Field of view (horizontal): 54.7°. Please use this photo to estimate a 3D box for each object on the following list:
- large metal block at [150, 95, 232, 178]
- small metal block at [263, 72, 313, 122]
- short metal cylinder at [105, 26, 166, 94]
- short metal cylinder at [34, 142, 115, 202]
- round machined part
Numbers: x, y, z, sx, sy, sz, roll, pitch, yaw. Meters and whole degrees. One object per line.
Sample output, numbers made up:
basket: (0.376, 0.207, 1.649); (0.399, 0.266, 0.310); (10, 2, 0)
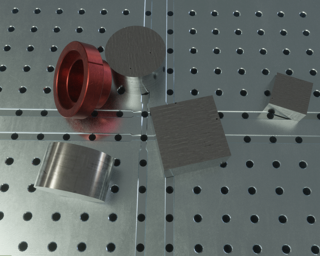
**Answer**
large metal block: (0.035, 0.012, 0.394); (0.081, 0.050, 0.080); (-12, 71, -5)
small metal block: (0.177, -0.043, 0.429); (0.050, 0.025, 0.050); (19, 71, 6)
short metal cylinder: (-0.032, -0.094, 0.432); (0.081, 0.050, 0.080); (0, 70, 0)
short metal cylinder: (-0.098, 0.053, 0.362); (0.080, 0.080, 0.050); (10, 71, 3)
round machined part: (-0.099, -0.060, 0.405); (0.042, 0.098, 0.098); (4, 64, -42)
